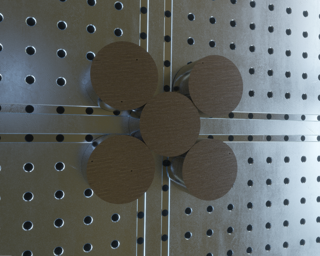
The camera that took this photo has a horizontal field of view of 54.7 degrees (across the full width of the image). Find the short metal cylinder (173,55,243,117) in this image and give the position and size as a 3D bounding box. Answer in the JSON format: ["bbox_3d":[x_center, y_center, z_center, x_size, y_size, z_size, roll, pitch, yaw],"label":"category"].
[{"bbox_3d":[0.065,-0.054,0.422,0.081,0.050,0.079,0,90,-21],"label":"short metal cylinder"}]

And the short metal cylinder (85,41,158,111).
[{"bbox_3d":[-0.048,-0.061,0.381,0.081,0.050,0.079,0,90,-21],"label":"short metal cylinder"}]

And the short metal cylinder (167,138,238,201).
[{"bbox_3d":[0.057,0.053,0.421,0.081,0.050,0.079,0,90,-21],"label":"short metal cylinder"}]

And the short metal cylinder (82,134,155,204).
[{"bbox_3d":[-0.052,0.048,0.380,0.081,0.050,0.079,0,90,-21],"label":"short metal cylinder"}]

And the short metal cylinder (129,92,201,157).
[{"bbox_3d":[0.005,-0.005,0.402,0.081,0.050,0.079,0,90,-21],"label":"short metal cylinder"}]
